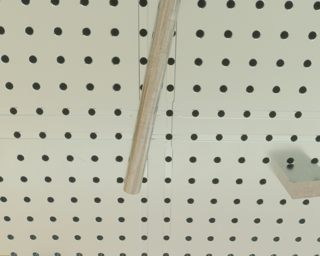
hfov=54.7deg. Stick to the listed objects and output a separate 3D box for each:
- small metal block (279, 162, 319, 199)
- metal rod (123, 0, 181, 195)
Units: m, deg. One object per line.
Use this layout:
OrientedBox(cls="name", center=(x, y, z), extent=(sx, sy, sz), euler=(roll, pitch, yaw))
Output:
OrientedBox(cls="small metal block", center=(0.199, 0.071, 0.428), extent=(0.050, 0.050, 0.025), euler=(-6, 110, 2))
OrientedBox(cls="metal rod", center=(-0.010, -0.048, 0.395), extent=(0.025, 0.025, 0.298), euler=(11, 110, -4))
